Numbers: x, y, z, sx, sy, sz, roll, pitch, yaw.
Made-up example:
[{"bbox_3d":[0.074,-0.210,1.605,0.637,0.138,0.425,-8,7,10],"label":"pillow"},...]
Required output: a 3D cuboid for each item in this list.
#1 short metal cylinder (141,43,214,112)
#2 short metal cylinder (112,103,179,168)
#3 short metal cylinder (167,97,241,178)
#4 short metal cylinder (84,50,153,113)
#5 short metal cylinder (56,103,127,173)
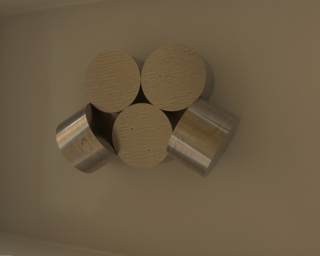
[{"bbox_3d":[0.023,-0.060,0.387,0.080,0.050,0.080,0,90,20],"label":"short metal cylinder"},{"bbox_3d":[-0.014,0.009,0.400,0.080,0.050,0.080,0,90,20],"label":"short metal cylinder"},{"bbox_3d":[0.051,0.011,0.361,0.050,0.080,0.080,31,100,17],"label":"short metal cylinder"},{"bbox_3d":[-0.053,-0.059,0.414,0.080,0.050,0.080,0,90,20],"label":"short metal cylinder"},{"bbox_3d":[-0.089,0.013,0.411,0.050,0.080,0.080,-32,80,17],"label":"short metal cylinder"}]
